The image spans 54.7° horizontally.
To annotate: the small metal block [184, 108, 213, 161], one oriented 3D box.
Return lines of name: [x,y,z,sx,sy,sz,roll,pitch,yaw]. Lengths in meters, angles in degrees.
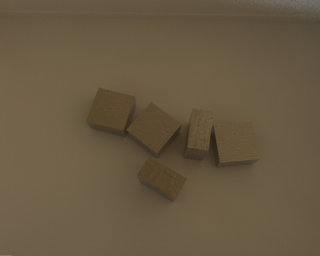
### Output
small metal block: [0.048,0.009,0.392,0.025,0.050,0.050,9,70,2]

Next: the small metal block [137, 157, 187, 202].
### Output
small metal block: [0.002,0.063,0.371,0.050,0.050,0.025,29,74,9]

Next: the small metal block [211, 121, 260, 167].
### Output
small metal block: [0.096,0.021,0.401,0.050,0.025,0.050,-5,70,-3]

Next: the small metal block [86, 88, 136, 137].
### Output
small metal block: [-0.064,-0.021,0.414,0.050,0.025,0.050,14,71,5]

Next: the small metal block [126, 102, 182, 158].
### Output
small metal block: [-0.008,0.003,0.406,0.050,0.025,0.050,37,74,12]
